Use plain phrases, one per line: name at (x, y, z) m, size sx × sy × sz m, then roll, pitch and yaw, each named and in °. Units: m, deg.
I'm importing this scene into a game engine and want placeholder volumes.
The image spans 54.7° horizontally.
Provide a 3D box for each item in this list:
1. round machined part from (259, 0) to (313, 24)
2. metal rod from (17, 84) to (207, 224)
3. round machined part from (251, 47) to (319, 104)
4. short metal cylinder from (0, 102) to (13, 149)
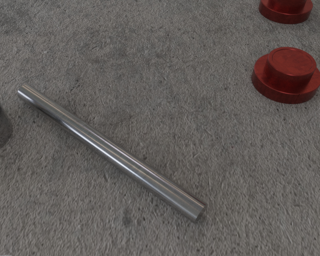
round machined part at (0.246, -0.247, 0.601) m, size 0.099 × 0.042 × 0.098 m, roll 0°, pitch 50°, yaw 0°
metal rod at (-0.075, 0.020, 0.385) m, size 0.300 × 0.025 × 0.025 m, roll 31°, pitch 57°, yaw 23°
round machined part at (0.192, -0.085, 0.465) m, size 0.099 × 0.042 × 0.098 m, roll 0°, pitch 50°, yaw 0°
short metal cylinder at (-0.237, -0.007, 0.391) m, size 0.081 × 0.050 × 0.080 m, roll 0°, pitch 50°, yaw 0°
